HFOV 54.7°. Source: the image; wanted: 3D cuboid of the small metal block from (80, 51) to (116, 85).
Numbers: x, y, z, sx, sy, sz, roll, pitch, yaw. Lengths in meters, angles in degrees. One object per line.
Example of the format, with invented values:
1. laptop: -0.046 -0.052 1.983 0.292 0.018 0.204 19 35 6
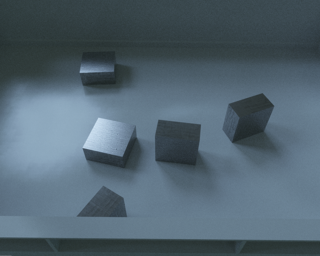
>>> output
1. small metal block: -0.095 -0.094 0.482 0.050 0.025 0.050 -3 50 -3

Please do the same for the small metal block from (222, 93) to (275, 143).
1. small metal block: 0.113 -0.013 0.401 0.050 0.050 0.025 -18 53 -15

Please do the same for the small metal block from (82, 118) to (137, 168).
1. small metal block: -0.061 0.018 0.389 0.050 0.025 0.050 12 51 9

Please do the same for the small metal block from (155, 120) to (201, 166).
1. small metal block: 0.021 0.018 0.374 0.050 0.050 0.025 7 51 5

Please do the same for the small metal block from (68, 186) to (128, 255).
1. small metal block: -0.059 0.094 0.309 0.025 0.050 0.050 26 55 20
